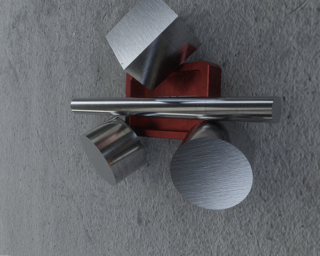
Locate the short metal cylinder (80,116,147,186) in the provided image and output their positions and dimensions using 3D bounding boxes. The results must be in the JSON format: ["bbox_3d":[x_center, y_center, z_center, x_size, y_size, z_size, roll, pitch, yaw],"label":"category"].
[{"bbox_3d":[-0.063,0.031,0.418,0.080,0.050,0.080,40,150,30],"label":"short metal cylinder"}]

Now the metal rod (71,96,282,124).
[{"bbox_3d":[-0.010,-0.025,0.375,0.300,0.025,0.025,4,93,39],"label":"metal rod"}]

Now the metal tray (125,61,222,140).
[{"bbox_3d":[0.012,-0.032,0.394,0.130,0.030,0.089,3,92,40],"label":"metal tray"}]

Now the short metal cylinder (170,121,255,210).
[{"bbox_3d":[0.056,0.037,0.323,0.080,0.050,0.079,7,114,16],"label":"short metal cylinder"}]

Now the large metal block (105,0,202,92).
[{"bbox_3d":[-0.010,-0.105,0.370,0.080,0.050,0.080,-42,47,14],"label":"large metal block"}]
